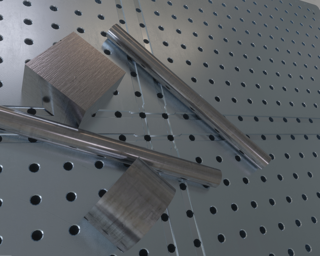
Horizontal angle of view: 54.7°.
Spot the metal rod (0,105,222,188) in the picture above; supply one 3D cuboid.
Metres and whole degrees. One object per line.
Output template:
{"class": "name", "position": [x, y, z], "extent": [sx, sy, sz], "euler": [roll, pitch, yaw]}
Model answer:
{"class": "metal rod", "position": [-0.062, 0.023, 0.360], "extent": [0.302, 0.025, 0.025], "euler": [18, 55, -18]}

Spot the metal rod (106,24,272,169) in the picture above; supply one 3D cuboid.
{"class": "metal rod", "position": [0.043, -0.046, 0.459], "extent": [0.300, 0.025, 0.025], "euler": [41, 51, -1]}

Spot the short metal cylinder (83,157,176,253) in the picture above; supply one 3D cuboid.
{"class": "short metal cylinder", "position": [-0.030, 0.075, 0.311], "extent": [0.050, 0.080, 0.080], "euler": [42, 51, 0]}

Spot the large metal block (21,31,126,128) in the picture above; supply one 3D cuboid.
{"class": "large metal block", "position": [-0.102, -0.056, 0.371], "extent": [0.080, 0.050, 0.080], "euler": [38, 51, -3]}
